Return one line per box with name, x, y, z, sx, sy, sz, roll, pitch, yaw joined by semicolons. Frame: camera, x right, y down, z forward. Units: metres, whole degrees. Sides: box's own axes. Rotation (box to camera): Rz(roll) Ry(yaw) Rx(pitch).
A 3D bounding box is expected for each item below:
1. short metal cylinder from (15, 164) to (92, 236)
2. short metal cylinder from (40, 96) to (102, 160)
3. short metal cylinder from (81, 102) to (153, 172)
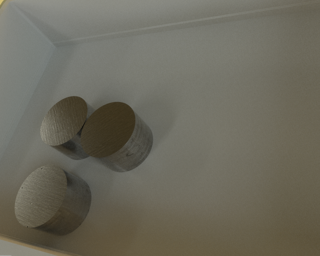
short metal cylinder;-0.138;0.094;0.402;0.080;0.050;0.080;-13;56;20
short metal cylinder;-0.125;0.000;0.453;0.080;0.050;0.080;-13;56;20
short metal cylinder;-0.056;0.012;0.410;0.080;0.050;0.080;-13;56;20
